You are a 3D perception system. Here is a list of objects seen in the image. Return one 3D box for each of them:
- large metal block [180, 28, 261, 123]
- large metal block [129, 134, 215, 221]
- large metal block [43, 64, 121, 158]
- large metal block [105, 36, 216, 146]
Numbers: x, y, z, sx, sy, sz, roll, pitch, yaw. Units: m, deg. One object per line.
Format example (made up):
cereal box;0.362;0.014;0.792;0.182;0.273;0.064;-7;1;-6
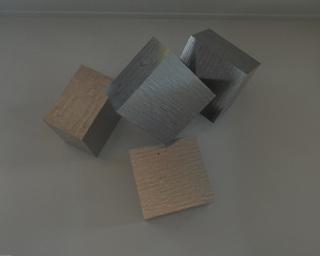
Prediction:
large metal block;0.066;-0.067;0.398;0.080;0.079;0.050;39;41;13
large metal block;0.012;0.061;0.374;0.081;0.050;0.080;-13;71;-5
large metal block;-0.088;-0.018;0.386;0.050;0.080;0.080;26;72;9
large metal block;0.000;-0.039;0.345;0.080;0.080;0.050;-46;39;10
